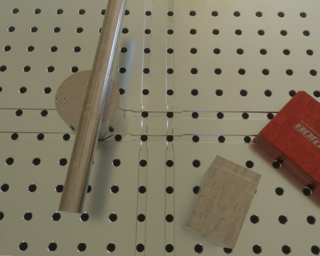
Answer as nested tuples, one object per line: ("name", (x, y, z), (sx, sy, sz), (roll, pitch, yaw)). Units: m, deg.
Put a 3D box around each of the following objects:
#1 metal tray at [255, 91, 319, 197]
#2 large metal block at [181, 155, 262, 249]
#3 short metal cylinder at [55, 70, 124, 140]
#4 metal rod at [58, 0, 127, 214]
("metal tray", (0.203, 0.024, 0.401), (0.130, 0.030, 0.090), (43, 75, 14))
("large metal block", (0.066, 0.086, 0.351), (0.050, 0.080, 0.080), (24, 72, 8))
("short metal cylinder", (-0.090, -0.029, 0.408), (0.081, 0.050, 0.080), (0, 70, 0))
("metal rod", (-0.074, -0.051, 0.376), (0.025, 0.025, 0.299), (7, 70, 2))
